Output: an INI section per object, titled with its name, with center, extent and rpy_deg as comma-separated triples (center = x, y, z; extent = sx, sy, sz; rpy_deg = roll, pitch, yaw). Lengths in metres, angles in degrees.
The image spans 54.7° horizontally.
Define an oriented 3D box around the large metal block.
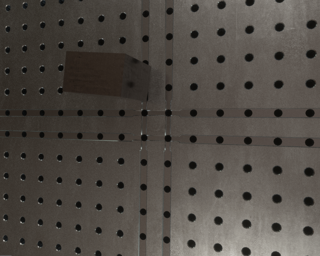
[large metal block]
center = -0.067, -0.065, 0.406
extent = 0.080, 0.080, 0.050
rpy_deg = 7, 93, 19
